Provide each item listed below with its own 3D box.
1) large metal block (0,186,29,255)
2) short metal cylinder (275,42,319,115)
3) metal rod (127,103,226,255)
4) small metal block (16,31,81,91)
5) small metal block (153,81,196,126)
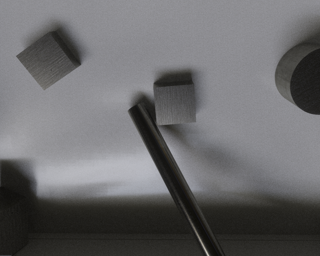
[{"bbox_3d":[-0.231,0.139,0.423,0.050,0.080,0.079,15,111,20],"label":"large metal block"},{"bbox_3d":[0.189,-0.062,0.378,0.081,0.050,0.079,0,110,-1],"label":"short metal cylinder"},{"bbox_3d":[0.039,0.104,0.382,0.025,0.025,0.299,-29,82,10],"label":"metal rod"},{"bbox_3d":[-0.135,-0.082,0.379,0.050,0.025,0.050,-32,107,10],"label":"small metal block"},{"bbox_3d":[0.019,-0.033,0.400,0.050,0.025,0.050,-5,110,1],"label":"small metal block"}]
